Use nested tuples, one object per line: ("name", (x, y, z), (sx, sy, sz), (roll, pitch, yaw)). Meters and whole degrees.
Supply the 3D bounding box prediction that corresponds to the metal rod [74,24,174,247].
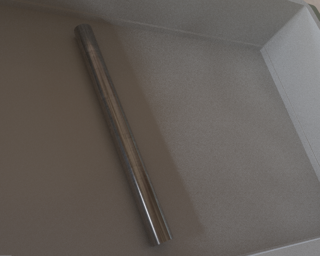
("metal rod", (-0.052, -0.007, 0.382), (0.025, 0.025, 0.299), (-10, 67, -33))
